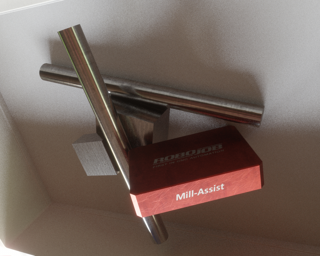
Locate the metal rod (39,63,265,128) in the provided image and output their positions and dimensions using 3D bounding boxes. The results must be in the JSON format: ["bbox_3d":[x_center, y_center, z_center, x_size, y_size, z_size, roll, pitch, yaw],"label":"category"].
[{"bbox_3d":[-0.025,-0.046,0.391,0.301,0.025,0.025,14,124,20],"label":"metal rod"}]

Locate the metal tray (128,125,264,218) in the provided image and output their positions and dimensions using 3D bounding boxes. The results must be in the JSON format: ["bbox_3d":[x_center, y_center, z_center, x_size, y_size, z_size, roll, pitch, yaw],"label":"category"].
[{"bbox_3d":[0.033,0.042,0.338,0.131,0.090,0.030,-13,116,-1],"label":"metal tray"}]

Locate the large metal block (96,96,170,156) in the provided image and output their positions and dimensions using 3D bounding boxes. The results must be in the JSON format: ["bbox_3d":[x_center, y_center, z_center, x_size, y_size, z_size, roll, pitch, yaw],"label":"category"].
[{"bbox_3d":[-0.036,0.005,0.412,0.080,0.050,0.079,17,125,18],"label":"large metal block"}]

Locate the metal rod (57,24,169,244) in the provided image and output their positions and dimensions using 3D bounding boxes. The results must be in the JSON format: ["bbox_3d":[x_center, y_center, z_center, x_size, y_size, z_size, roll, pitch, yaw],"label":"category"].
[{"bbox_3d":[-0.048,0.024,0.381,0.025,0.025,0.298,-7,115,31],"label":"metal rod"}]

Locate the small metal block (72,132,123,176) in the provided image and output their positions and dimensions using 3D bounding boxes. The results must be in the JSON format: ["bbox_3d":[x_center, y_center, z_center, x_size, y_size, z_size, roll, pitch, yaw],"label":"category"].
[{"bbox_3d":[-0.078,0.034,0.403,0.050,0.025,0.050,-7,115,30],"label":"small metal block"}]
